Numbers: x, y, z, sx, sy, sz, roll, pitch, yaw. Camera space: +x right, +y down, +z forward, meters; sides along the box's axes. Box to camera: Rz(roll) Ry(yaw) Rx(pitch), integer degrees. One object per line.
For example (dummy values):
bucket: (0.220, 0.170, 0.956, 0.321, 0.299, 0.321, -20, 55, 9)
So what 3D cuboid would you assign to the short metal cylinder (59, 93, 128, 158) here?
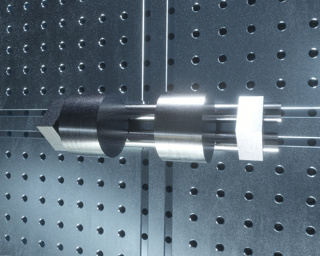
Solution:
short metal cylinder: (-0.080, -0.004, 0.388, 0.050, 0.080, 0.079, 1, 90, 20)

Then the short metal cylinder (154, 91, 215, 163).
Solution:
short metal cylinder: (0.031, -0.002, 0.349, 0.050, 0.080, 0.079, 1, 90, 20)

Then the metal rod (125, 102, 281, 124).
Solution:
metal rod: (0.000, -0.020, 0.413, 0.301, 0.025, 0.025, 1, 91, 19)

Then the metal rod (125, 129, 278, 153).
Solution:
metal rod: (-0.003, 0.015, 0.414, 0.301, 0.025, 0.025, 1, 91, 19)

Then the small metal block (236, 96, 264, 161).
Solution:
small metal block: (0.100, 0.001, 0.340, 0.025, 0.050, 0.050, 1, 49, 20)

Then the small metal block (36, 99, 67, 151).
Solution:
small metal block: (-0.133, -0.004, 0.422, 0.025, 0.050, 0.050, 1, 48, 20)
